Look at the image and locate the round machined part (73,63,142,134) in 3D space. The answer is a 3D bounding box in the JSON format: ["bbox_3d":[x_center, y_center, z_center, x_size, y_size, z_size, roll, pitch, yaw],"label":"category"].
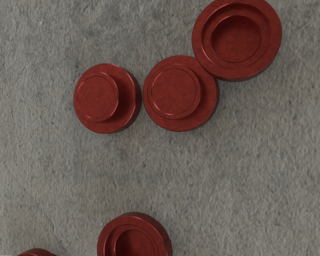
[{"bbox_3d":[-0.078,-0.041,0.426,0.098,0.042,0.097,0,90,19],"label":"round machined part"}]

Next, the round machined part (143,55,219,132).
[{"bbox_3d":[0.023,-0.044,0.391,0.098,0.042,0.097,0,90,19],"label":"round machined part"}]

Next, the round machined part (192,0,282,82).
[{"bbox_3d":[0.090,-0.102,0.365,0.098,0.042,0.097,-1,87,16],"label":"round machined part"}]

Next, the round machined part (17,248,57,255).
[{"bbox_3d":[-0.177,0.228,0.461,0.098,0.042,0.097,0,90,19],"label":"round machined part"}]

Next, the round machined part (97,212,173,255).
[{"bbox_3d":[-0.030,0.159,0.409,0.098,0.042,0.097,0,90,19],"label":"round machined part"}]
